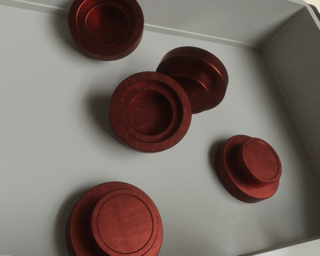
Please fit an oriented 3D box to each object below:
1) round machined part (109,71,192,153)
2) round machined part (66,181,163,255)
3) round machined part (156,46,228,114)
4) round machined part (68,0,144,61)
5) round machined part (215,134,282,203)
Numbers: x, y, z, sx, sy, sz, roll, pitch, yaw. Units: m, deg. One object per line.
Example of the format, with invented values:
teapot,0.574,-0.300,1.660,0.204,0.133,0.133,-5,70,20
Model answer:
round machined part,-0.014,-0.017,0.384,0.099,0.042,0.097,2,81,-11
round machined part,-0.041,0.100,0.313,0.099,0.042,0.098,14,56,-21
round machined part,0.039,-0.056,0.416,0.098,0.097,0.042,31,52,-9
round machined part,-0.072,-0.138,0.424,0.099,0.042,0.097,1,82,-6
round machined part,0.130,0.052,0.435,0.099,0.042,0.098,14,56,-21
